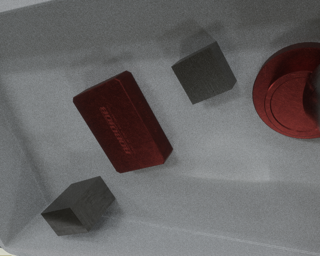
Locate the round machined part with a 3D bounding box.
[{"bbox_3d":[0.141,-0.030,0.304,0.098,0.042,0.097,13,124,20],"label":"round machined part"}]

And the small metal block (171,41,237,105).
[{"bbox_3d":[0.049,-0.060,0.345,0.050,0.025,0.050,-21,108,35],"label":"small metal block"}]

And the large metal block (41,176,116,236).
[{"bbox_3d":[-0.137,0.132,0.525,0.080,0.080,0.050,-20,108,35],"label":"large metal block"}]

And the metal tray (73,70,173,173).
[{"bbox_3d":[-0.051,-0.003,0.429,0.090,0.030,0.130,-17,110,34],"label":"metal tray"}]

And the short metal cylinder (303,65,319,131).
[{"bbox_3d":[0.164,-0.020,0.245,0.080,0.050,0.079,2,111,5],"label":"short metal cylinder"}]
